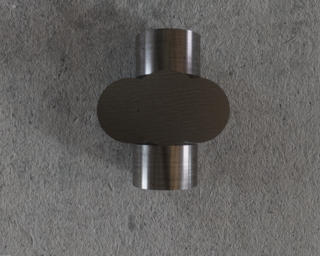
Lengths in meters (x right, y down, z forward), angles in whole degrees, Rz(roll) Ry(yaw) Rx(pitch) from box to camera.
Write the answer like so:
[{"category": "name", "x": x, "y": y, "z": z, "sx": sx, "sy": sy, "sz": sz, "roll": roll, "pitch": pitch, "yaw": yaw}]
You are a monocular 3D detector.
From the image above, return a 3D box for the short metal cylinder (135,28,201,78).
[{"category": "short metal cylinder", "x": 0.010, "y": -0.086, "z": 0.384, "sx": 0.081, "sy": 0.080, "sz": 0.050, "roll": 0, "pitch": 90, "yaw": -1}]

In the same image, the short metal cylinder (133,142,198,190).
[{"category": "short metal cylinder", "x": 0.006, "y": 0.044, "z": 0.384, "sx": 0.081, "sy": 0.080, "sz": 0.050, "roll": 0, "pitch": 90, "yaw": -1}]

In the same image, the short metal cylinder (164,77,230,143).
[{"category": "short metal cylinder", "x": 0.044, "y": -0.022, "z": 0.399, "sx": 0.081, "sy": 0.050, "sz": 0.079, "roll": 0, "pitch": 90, "yaw": -1}]

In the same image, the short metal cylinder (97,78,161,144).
[{"category": "short metal cylinder", "x": -0.036, "y": -0.021, "z": 0.398, "sx": 0.081, "sy": 0.050, "sz": 0.079, "roll": 0, "pitch": 90, "yaw": -1}]

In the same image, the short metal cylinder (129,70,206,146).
[{"category": "short metal cylinder", "x": 0.008, "y": -0.021, "z": 0.348, "sx": 0.081, "sy": 0.050, "sz": 0.079, "roll": 0, "pitch": 90, "yaw": -1}]
